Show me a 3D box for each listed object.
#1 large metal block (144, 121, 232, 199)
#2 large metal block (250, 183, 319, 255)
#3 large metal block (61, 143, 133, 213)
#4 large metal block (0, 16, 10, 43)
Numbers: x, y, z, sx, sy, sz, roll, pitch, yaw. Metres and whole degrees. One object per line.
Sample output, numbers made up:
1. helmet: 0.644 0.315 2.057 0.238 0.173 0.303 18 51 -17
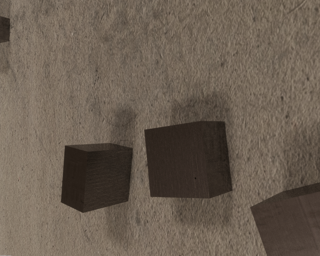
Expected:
1. large metal block: 0.032 0.037 0.361 0.080 0.050 0.080 -9 84 39
2. large metal block: 0.136 0.074 0.256 0.080 0.081 0.050 -26 74 37
3. large metal block: -0.088 0.066 0.439 0.050 0.081 0.079 9 96 39
4. large metal block: -0.394 -0.223 0.689 0.080 0.081 0.050 6 94 39
